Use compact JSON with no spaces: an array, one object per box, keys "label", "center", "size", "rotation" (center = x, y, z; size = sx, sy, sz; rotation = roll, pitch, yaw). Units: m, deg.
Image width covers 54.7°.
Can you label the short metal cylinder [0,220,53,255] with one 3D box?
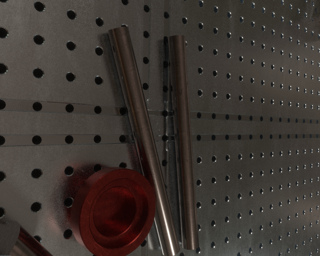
[{"label":"short metal cylinder","center":[-0.136,0.127,0.261],"size":[0.080,0.080,0.050],"rotation":[-47,118,-30]}]

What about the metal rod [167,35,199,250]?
[{"label":"metal rod","center":[0.033,0.022,0.439],"size":[0.025,0.025,0.298],"rotation":[-7,95,-40]}]

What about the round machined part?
[{"label":"round machined part","center":[-0.056,0.093,0.353],"size":[0.099,0.042,0.097],"rotation":[0,90,-40]}]

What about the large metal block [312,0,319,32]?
[{"label":"large metal block","center":[0.415,-0.275,0.745],"size":[0.080,0.050,0.080],"rotation":[36,68,-35]}]

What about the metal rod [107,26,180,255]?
[{"label":"metal rod","center":[-0.017,0.025,0.396],"size":[0.025,0.025,0.298],"rotation":[-22,104,-38]}]
